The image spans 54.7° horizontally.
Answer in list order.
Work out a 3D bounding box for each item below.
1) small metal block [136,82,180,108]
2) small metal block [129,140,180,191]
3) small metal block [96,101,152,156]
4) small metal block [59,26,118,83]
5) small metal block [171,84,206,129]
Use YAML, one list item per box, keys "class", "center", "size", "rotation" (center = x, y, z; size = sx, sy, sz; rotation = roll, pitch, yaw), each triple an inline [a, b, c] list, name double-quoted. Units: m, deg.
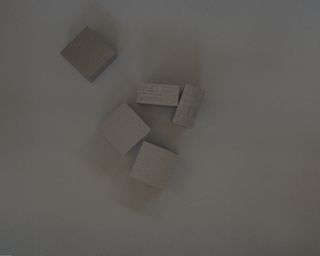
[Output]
- class: "small metal block"
  center: [-0.003, -0.041, 0.399]
  size: [0.050, 0.050, 0.025]
  rotation: [5, 90, 0]
- class: "small metal block"
  center: [-0.007, 0.049, 0.411]
  size: [0.050, 0.025, 0.050]
  rotation: [22, 90, -1]
- class: "small metal block"
  center: [-0.046, 0.001, 0.411]
  size: [0.050, 0.025, 0.050]
  rotation: [-43, 91, 0]
- class: "small metal block"
  center: [-0.094, -0.096, 0.410]
  size: [0.050, 0.025, 0.050]
  rotation: [45, 90, -1]
- class: "small metal block"
  center: [0.035, -0.026, 0.399]
  size: [0.025, 0.050, 0.050]
  rotation: [20, 90, -1]
